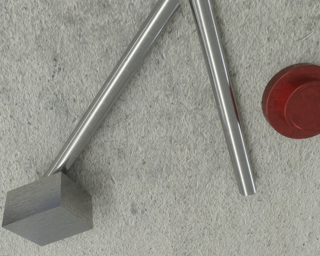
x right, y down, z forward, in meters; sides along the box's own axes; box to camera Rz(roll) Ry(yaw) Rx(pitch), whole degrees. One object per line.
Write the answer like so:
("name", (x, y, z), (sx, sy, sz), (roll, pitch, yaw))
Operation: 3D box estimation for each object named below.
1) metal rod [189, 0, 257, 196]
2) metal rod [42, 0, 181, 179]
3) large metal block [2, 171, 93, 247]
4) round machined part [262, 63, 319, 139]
("metal rod", (0.081, -0.044, 0.394), (0.025, 0.025, 0.298), (-17, 110, 6))
("metal rod", (-0.072, -0.033, 0.396), (0.025, 0.025, 0.299), (33, 106, -12))
("large metal block", (-0.147, 0.112, 0.418), (0.080, 0.050, 0.080), (-21, 138, 7))
("round machined part", (0.184, -0.030, 0.392), (0.099, 0.042, 0.097), (0, 110, -1))
